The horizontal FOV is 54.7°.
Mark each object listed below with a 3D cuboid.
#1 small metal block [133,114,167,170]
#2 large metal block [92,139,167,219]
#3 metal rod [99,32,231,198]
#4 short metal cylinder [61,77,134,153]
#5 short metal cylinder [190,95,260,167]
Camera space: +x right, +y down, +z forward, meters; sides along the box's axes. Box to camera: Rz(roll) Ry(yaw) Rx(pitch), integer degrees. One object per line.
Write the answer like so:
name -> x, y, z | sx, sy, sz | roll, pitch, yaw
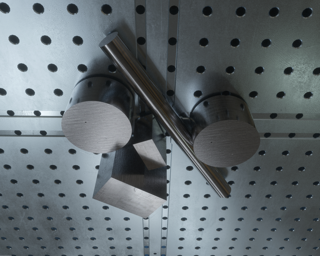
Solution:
small metal block -> -0.012, 0.018, 0.405 | 0.025, 0.050, 0.050 | -17, 128, 13
large metal block -> -0.038, 0.065, 0.425 | 0.080, 0.080, 0.050 | 28, 125, -21
metal rod -> 0.024, 0.003, 0.410 | 0.025, 0.025, 0.300 | -25, 126, 20
short metal cylinder -> -0.073, -0.015, 0.377 | 0.081, 0.050, 0.079 | 0, 130, 0
short metal cylinder -> 0.081, 0.005, 0.395 | 0.081, 0.050, 0.079 | 0, 130, 0
